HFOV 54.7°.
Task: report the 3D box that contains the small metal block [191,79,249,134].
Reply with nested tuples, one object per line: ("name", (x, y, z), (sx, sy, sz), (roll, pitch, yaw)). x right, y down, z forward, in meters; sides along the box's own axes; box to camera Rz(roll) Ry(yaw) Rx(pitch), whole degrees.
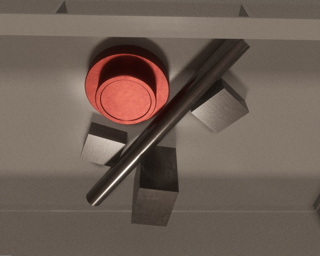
("small metal block", (0.074, -0.027, 0.387), (0.050, 0.025, 0.050), (-37, 121, 27))

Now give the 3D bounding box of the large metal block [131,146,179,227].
("large metal block", (-0.009, 0.081, 0.442), (0.050, 0.080, 0.079), (8, 130, -7))

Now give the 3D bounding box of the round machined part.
("round machined part", (-0.038, -0.043, 0.361), (0.099, 0.042, 0.097), (0, 130, 0))

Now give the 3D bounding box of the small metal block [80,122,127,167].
("small metal block", (-0.078, 0.024, 0.429), (0.050, 0.025, 0.050), (17, 128, -15))

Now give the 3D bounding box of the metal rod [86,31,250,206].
("metal rod", (-0.005, 0.005, 0.393), (0.025, 0.025, 0.299), (31, 117, -24))
